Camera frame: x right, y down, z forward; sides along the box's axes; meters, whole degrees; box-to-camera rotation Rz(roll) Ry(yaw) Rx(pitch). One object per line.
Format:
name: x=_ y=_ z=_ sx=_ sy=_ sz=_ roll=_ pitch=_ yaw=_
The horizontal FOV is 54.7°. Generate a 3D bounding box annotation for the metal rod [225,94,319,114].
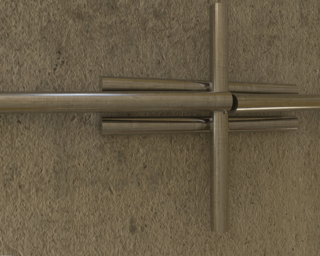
metal rod: x=0.220 y=-0.039 z=0.467 sx=0.303 sy=0.025 sz=0.025 roll=-4 pitch=92 yaw=-30

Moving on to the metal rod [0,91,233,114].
metal rod: x=-0.062 y=-0.030 z=0.361 sx=0.302 sy=0.025 sz=0.025 roll=-1 pitch=91 yaw=-11

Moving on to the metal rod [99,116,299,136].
metal rod: x=0.068 y=-0.005 z=0.436 sx=0.303 sy=0.025 sz=0.025 roll=-1 pitch=91 yaw=-21

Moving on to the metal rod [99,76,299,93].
metal rod: x=0.068 y=-0.055 z=0.436 sx=0.303 sy=0.025 sz=0.025 roll=-1 pitch=91 yaw=-21

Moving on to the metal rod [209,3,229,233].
metal rod: x=0.079 y=-0.013 z=0.414 sx=0.025 sy=0.025 sz=0.298 roll=0 pitch=90 yaw=-20
